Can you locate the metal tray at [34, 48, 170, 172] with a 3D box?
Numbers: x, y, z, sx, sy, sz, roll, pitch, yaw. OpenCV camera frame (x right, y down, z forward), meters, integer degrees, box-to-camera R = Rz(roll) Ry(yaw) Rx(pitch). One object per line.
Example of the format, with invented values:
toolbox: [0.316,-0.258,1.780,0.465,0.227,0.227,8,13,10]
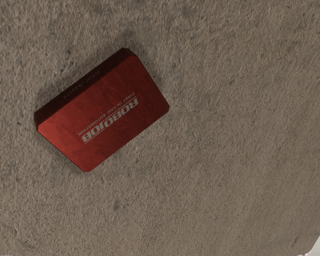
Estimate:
metal tray: [-0.063,-0.018,0.359,0.130,0.030,0.090,-38,130,-3]
